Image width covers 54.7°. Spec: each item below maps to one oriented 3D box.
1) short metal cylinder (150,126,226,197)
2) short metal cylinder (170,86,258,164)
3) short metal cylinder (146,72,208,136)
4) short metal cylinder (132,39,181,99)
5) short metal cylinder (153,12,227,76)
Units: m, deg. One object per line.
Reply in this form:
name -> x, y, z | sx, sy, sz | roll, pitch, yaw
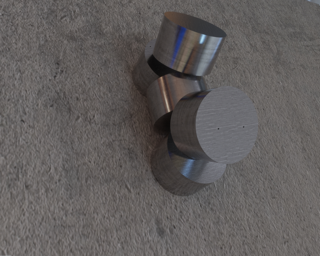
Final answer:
short metal cylinder -> 0.034, 0.039, 0.384 | 0.081, 0.050, 0.080 | 14, 56, -21
short metal cylinder -> 0.059, -0.003, 0.338 | 0.081, 0.050, 0.080 | 0, 90, -27
short metal cylinder -> 0.026, -0.030, 0.403 | 0.081, 0.080, 0.050 | 1, 61, -28
short metal cylinder -> 0.006, -0.080, 0.442 | 0.081, 0.050, 0.080 | 14, 56, -21
short metal cylinder -> 0.036, -0.107, 0.391 | 0.081, 0.050, 0.080 | 15, 32, -9
